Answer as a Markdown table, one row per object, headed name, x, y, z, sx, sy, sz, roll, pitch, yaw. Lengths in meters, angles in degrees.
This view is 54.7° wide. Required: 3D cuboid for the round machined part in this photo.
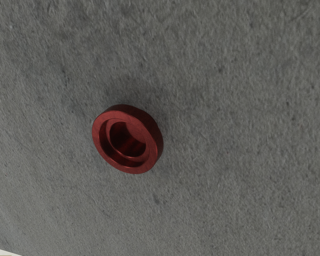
| name | x | y | z | sx | sy | sz | roll | pitch | yaw |
| --- | --- | --- | --- | --- | --- | --- | --- | --- | --- |
| round machined part | -0.040 | 0.011 | 0.422 | 0.098 | 0.042 | 0.097 | 13 | 124 | 20 |
